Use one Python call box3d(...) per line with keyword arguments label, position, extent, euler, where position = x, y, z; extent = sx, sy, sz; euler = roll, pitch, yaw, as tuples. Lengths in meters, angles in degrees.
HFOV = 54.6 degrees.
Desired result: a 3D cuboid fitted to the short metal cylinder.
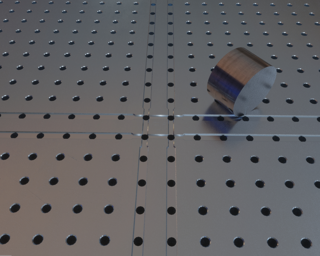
box3d(label="short metal cylinder", position=(0.112, -0.062, 0.425), extent=(0.080, 0.080, 0.050), euler=(-30, 56, -23))
